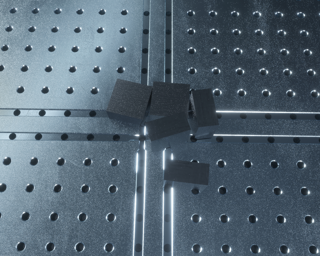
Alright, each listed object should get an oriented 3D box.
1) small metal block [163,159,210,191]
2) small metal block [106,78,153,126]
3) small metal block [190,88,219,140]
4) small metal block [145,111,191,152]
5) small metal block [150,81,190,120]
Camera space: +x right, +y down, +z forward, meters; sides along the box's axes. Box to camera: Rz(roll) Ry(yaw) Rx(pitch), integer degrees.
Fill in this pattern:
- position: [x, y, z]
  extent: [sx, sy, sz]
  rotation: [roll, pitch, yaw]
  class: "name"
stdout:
- position: [0.031, 0.059, 0.377]
  extent: [0.050, 0.050, 0.025]
  rotation: [7, 70, 2]
  class: "small metal block"
- position: [-0.040, -0.035, 0.424]
  extent: [0.050, 0.025, 0.050]
  rotation: [13, 70, 4]
  class: "small metal block"
- position: [0.056, -0.017, 0.405]
  extent: [0.025, 0.050, 0.050]
  rotation: [-7, 70, -3]
  class: "small metal block"
- position: [0.009, 0.006, 0.396]
  extent: [0.050, 0.050, 0.025]
  rotation: [-16, 71, -6]
  class: "small metal block"
- position: [0.014, -0.034, 0.424]
  extent: [0.050, 0.025, 0.050]
  rotation: [5, 70, 1]
  class: "small metal block"
